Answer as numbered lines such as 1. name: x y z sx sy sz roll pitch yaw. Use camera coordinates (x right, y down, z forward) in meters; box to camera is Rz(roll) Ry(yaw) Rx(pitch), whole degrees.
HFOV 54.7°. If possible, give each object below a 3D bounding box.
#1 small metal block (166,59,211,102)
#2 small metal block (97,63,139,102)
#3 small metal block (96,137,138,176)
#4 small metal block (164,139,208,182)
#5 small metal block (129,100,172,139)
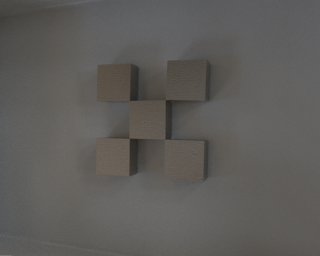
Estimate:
1. small metal block: 0.036 -0.059 0.395 0.050 0.025 0.050 3 91 20
2. small metal block: -0.058 -0.061 0.429 0.050 0.025 0.050 2 91 20
3. small metal block: -0.060 0.039 0.429 0.050 0.025 0.050 1 90 20
4. small metal block: 0.034 0.040 0.396 0.050 0.025 0.050 1 91 20
5. small metal block: -0.012 -0.011 0.412 0.050 0.025 0.050 1 90 20
